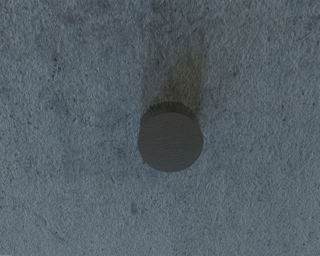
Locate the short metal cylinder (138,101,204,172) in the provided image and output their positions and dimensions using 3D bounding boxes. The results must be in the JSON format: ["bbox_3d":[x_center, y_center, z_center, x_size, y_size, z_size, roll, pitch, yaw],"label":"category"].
[{"bbox_3d":[0.013,0.010,0.402,0.081,0.050,0.079,0,110,-1],"label":"short metal cylinder"}]
